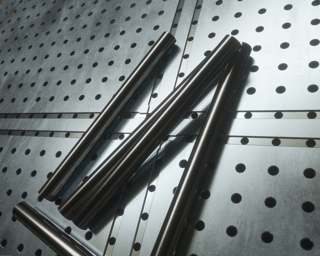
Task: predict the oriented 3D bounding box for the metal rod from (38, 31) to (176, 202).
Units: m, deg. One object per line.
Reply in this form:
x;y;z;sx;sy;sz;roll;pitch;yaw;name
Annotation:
-0.072;-0.023;0.458;0.025;0.025;0.300;28;77;37;metal rod

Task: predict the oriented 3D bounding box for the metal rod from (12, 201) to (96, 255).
-0.080;0.157;0.352;0.300;0.025;0.025;20;72;35;metal rod

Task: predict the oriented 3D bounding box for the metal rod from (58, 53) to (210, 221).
-0.019;0.004;0.413;0.300;0.025;0.025;-46;51;-4;metal rod

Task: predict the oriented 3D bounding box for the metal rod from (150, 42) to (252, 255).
0.053;0.022;0.366;0.025;0.025;0.300;11;67;32;metal rod

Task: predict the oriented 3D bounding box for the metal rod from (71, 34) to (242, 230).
-0.004;0.005;0.389;0.300;0.025;0.025;-50;52;-1;metal rod
